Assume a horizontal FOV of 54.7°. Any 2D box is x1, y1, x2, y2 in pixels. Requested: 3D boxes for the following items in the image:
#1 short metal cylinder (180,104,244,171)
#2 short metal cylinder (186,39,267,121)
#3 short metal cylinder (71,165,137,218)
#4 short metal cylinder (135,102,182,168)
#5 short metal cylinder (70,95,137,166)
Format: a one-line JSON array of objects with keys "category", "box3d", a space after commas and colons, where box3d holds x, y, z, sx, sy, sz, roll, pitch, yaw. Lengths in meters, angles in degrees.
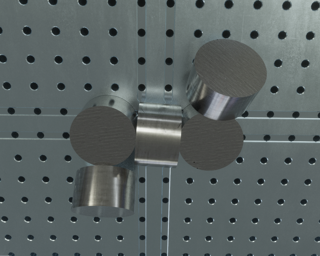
[{"category": "short metal cylinder", "box3d": [0.062, 0.008, 0.403, 0.081, 0.050, 0.079, 0, 110, -1]}, {"category": "short metal cylinder", "box3d": [0.074, -0.055, 0.358, 0.081, 0.080, 0.050, 8, 151, -4]}, {"category": "short metal cylinder", "box3d": [-0.073, 0.086, 0.409, 0.081, 0.050, 0.080, 1, 154, 1]}, {"category": "short metal cylinder", "box3d": [-0.003, 0.009, 0.387, 0.050, 0.080, 0.079, 5, 110, -2]}, {"category": "short metal cylinder", "box3d": [-0.069, 0.003, 0.399, 0.081, 0.050, 0.079, 0, 110, -1]}]
